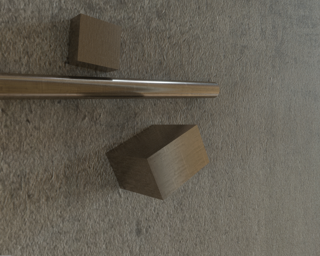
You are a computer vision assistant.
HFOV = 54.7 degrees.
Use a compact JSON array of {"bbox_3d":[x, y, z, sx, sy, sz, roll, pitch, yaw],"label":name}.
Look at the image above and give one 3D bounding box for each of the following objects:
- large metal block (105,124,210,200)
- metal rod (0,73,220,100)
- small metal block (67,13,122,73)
[{"bbox_3d":[-0.003,0.035,0.368,0.081,0.080,0.050,-32,110,-36],"label":"large metal block"},{"bbox_3d":[-0.034,-0.048,0.378,0.302,0.025,0.025,-5,94,-40],"label":"metal rod"},{"bbox_3d":[-0.072,-0.093,0.345,0.050,0.025,0.050,5,87,-40],"label":"small metal block"}]
